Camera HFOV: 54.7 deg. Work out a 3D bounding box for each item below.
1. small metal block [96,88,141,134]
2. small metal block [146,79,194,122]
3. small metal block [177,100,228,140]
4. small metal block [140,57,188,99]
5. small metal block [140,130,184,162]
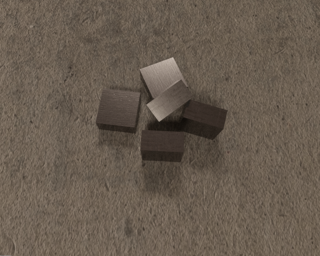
[{"bbox_3d":[-0.054,-0.023,0.416,0.050,0.025,0.050,7,70,2],"label":"small metal block"},{"bbox_3d":[0.010,-0.035,0.385,0.050,0.050,0.025,-36,97,1],"label":"small metal block"},{"bbox_3d":[0.053,-0.010,0.397,0.050,0.050,0.025,16,71,-1],"label":"small metal block"},{"bbox_3d":[0.005,-0.064,0.431,0.050,0.025,0.050,-22,72,-8],"label":"small metal block"},{"bbox_3d":[0.003,0.024,0.386,0.050,0.050,0.025,3,70,1],"label":"small metal block"}]
